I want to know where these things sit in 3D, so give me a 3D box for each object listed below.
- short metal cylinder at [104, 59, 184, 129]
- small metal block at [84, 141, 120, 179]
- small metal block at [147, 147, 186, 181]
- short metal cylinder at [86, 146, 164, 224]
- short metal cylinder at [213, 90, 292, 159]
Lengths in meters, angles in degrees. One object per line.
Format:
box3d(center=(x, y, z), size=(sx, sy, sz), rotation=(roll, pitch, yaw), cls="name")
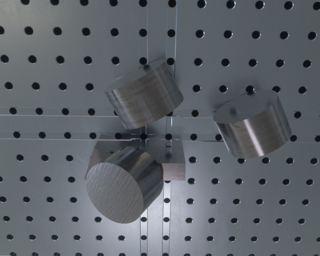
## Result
box3d(center=(-0.019, -0.041, 0.369), size=(0.080, 0.080, 0.050), rotation=(-25, 108, 9), cls="short metal cylinder")
box3d(center=(-0.072, 0.052, 0.432), size=(0.050, 0.025, 0.050), rotation=(19, 109, -7), cls="small metal block")
box3d(center=(0.007, 0.047, 0.418), size=(0.050, 0.050, 0.025), rotation=(0, 110, 0), cls="small metal block")
box3d(center=(-0.043, 0.069, 0.382), size=(0.080, 0.050, 0.079), rotation=(10, 113, 25), cls="short metal cylinder")
box3d(center=(0.113, -0.006, 0.383), size=(0.080, 0.080, 0.050), rotation=(-25, 108, 9), cls="short metal cylinder")
